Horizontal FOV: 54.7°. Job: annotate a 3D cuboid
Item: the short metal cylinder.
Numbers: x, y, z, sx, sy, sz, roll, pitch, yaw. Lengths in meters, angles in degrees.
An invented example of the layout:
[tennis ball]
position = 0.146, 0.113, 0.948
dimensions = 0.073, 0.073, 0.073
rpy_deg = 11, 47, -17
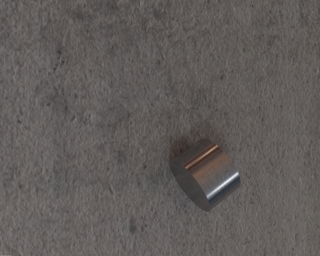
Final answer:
[short metal cylinder]
position = 0.057, 0.061, 0.402
dimensions = 0.050, 0.080, 0.080
rpy_deg = -33, 101, -17
